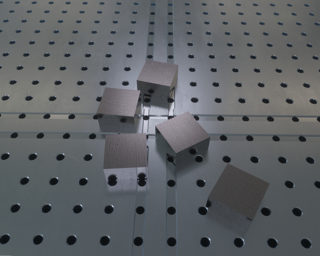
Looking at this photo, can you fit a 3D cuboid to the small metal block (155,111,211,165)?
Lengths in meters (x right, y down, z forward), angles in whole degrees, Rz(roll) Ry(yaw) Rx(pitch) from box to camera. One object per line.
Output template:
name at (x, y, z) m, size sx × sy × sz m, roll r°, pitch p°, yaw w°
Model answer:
small metal block at (0.028, 0.012, 0.398) m, size 0.050 × 0.025 × 0.050 m, roll -24°, pitch 54°, yaw -19°

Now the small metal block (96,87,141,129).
small metal block at (-0.056, -0.028, 0.431) m, size 0.050 × 0.025 × 0.050 m, roll 6°, pitch 50°, yaw 5°

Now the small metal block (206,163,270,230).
small metal block at (0.086, 0.075, 0.345) m, size 0.050 × 0.025 × 0.050 m, roll 26°, pitch 55°, yaw 20°

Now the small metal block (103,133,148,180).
small metal block at (-0.041, 0.034, 0.379) m, size 0.050 × 0.025 × 0.050 m, roll -3°, pitch 50°, yaw -2°

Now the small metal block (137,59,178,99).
small metal block at (-0.003, -0.075, 0.471) m, size 0.050 × 0.025 × 0.050 m, roll 12°, pitch 51°, yaw 10°
